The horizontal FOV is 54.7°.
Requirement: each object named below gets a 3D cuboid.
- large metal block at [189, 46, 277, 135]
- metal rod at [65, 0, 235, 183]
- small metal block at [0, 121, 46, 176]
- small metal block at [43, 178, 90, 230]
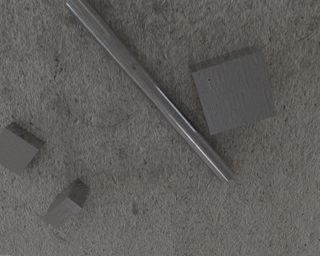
[{"bbox_3d":[0.087,-0.047,0.380,0.080,0.050,0.080,-17,109,6],"label":"large metal block"},{"bbox_3d":[-0.002,-0.040,0.395,0.025,0.025,0.300,-38,106,13],"label":"metal rod"},{"bbox_3d":[-0.194,0.028,0.418,0.050,0.025,0.050,37,106,-13],"label":"small metal block"},{"bbox_3d":[-0.130,0.105,0.434,0.050,0.050,0.025,-41,105,13],"label":"small metal block"}]
